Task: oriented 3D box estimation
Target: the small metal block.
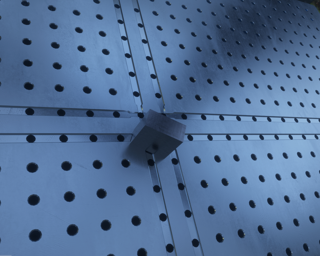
[{"bbox_3d":[-0.003,0.009,0.387,0.050,0.050,0.025,24,53,-14],"label":"small metal block"}]
